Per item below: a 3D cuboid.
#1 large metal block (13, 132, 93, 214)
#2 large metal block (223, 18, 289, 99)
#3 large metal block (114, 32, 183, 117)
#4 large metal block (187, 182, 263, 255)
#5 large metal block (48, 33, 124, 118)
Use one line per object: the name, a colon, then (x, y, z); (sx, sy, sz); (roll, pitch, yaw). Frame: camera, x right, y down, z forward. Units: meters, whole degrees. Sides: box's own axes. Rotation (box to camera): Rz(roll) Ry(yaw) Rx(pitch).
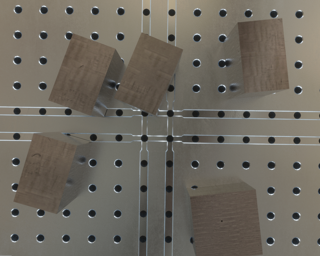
large metal block: (-0.128, 0.051, 0.385); (0.050, 0.080, 0.080); (16, 90, 0)
large metal block: (0.116, -0.081, 0.387); (0.050, 0.080, 0.080); (-6, 90, 0)
large metal block: (-0.013, -0.061, 0.386); (0.050, 0.080, 0.080); (23, 90, 0)
large metal block: (0.081, 0.118, 0.401); (0.080, 0.050, 0.080); (-6, 90, 0)
large metal block: (-0.087, -0.060, 0.385); (0.050, 0.080, 0.080); (20, 90, 0)
